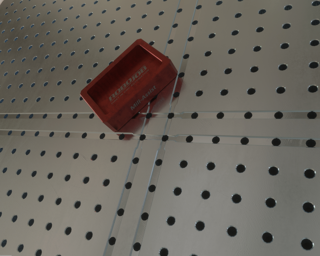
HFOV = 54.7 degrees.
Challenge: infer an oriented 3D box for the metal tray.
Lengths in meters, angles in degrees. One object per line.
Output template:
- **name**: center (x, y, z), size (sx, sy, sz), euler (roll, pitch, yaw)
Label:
- **metal tray**: center (-0.049, -0.068, 0.470), size (0.130, 0.030, 0.090), euler (-43, 51, -2)
